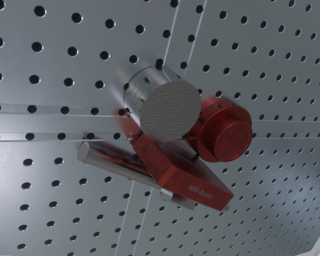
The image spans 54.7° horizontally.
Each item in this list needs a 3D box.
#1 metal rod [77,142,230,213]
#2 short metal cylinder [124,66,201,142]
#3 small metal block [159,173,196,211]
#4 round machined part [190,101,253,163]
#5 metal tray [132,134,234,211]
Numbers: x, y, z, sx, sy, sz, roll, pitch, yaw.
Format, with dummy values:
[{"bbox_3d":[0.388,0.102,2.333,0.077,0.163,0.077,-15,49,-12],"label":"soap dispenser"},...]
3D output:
[{"bbox_3d":[0.011,0.085,0.469,0.301,0.025,0.025,28,103,-38],"label":"metal rod"},{"bbox_3d":[0.003,-0.029,0.378,0.081,0.050,0.079,-15,125,-22],"label":"short metal cylinder"},{"bbox_3d":[0.031,0.088,0.453,0.050,0.025,0.050,32,68,-37],"label":"small metal block"},{"bbox_3d":[0.098,0.012,0.461,0.099,0.042,0.097,-14,124,-21],"label":"round machined part"},{"bbox_3d":[0.033,0.059,0.423,0.131,0.090,0.030,30,102,-38],"label":"metal tray"}]
